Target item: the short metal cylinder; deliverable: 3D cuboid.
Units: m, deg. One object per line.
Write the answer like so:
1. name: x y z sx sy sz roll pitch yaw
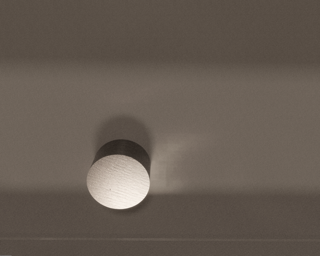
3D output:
1. short metal cylinder: -0.054 0.062 0.420 0.081 0.050 0.079 0 110 -1
